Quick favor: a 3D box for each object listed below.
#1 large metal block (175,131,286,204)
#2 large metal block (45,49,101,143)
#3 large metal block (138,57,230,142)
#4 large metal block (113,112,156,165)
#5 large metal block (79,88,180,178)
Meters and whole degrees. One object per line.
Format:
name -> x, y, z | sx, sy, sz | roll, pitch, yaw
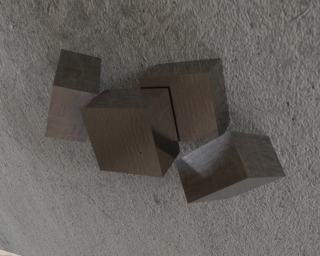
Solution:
large metal block -> 0.079, 0.046, 0.350 | 0.080, 0.081, 0.050 | -35, 61, 38
large metal block -> -0.110, -0.041, 0.395 | 0.050, 0.080, 0.079 | 10, 130, -18
large metal block -> 0.031, -0.031, 0.356 | 0.080, 0.050, 0.080 | 0, 119, 27
large metal block -> -0.032, 0.005, 0.408 | 0.080, 0.050, 0.080 | 0, 119, 27
large metal block -> -0.030, 0.003, 0.341 | 0.080, 0.050, 0.079 | 2, 120, 27
